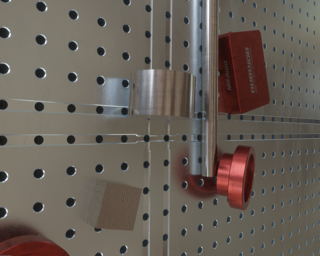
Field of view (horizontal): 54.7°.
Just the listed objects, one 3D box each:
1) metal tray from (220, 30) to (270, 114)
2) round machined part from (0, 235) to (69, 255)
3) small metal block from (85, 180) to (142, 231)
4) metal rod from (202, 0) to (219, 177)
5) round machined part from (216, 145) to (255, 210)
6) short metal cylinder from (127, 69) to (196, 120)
[{"bbox_3d":[0.141,-0.095,0.524,0.091,0.030,0.129,-19,102,-38],"label":"metal tray"},{"bbox_3d":[-0.132,0.149,0.288,0.099,0.042,0.097,0,90,-40],"label":"round machined part"},{"bbox_3d":[-0.053,0.091,0.364,0.050,0.025,0.050,20,78,-38],"label":"small metal block"},{"bbox_3d":[0.077,-0.077,0.472,0.025,0.025,0.298,0,90,-40],"label":"metal rod"},{"bbox_3d":[0.117,0.074,0.481,0.099,0.042,0.097,-25,118,-61],"label":"round machined part"},{"bbox_3d":[0.002,-0.037,0.375,0.081,0.080,0.050,4,87,-40],"label":"short metal cylinder"}]
